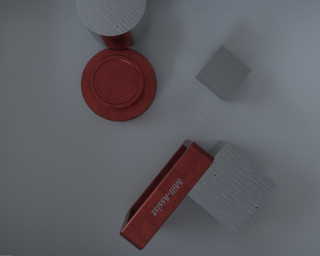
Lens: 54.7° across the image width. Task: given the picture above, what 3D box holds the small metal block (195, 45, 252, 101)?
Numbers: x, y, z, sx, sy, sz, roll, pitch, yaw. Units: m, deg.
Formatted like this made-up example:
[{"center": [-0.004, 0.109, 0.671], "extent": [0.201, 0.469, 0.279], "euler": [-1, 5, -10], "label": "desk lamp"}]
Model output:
[{"center": [0.084, -0.072, 0.413], "extent": [0.050, 0.025, 0.050], "euler": [40, 90, -1], "label": "small metal block"}]

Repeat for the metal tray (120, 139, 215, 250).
[{"center": [0.008, 0.074, 0.379], "extent": [0.030, 0.090, 0.130], "euler": [39, 90, -1], "label": "metal tray"}]

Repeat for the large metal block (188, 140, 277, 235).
[{"center": [0.086, 0.073, 0.400], "extent": [0.080, 0.050, 0.080], "euler": [41, 90, -1], "label": "large metal block"}]

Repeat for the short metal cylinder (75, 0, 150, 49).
[{"center": [-0.054, -0.142, 0.374], "extent": [0.080, 0.050, 0.080], "euler": [0, 87, 2], "label": "short metal cylinder"}]

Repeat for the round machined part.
[{"center": [-0.054, -0.057, 0.402], "extent": [0.099, 0.042, 0.097], "euler": [0, 90, -1], "label": "round machined part"}]
